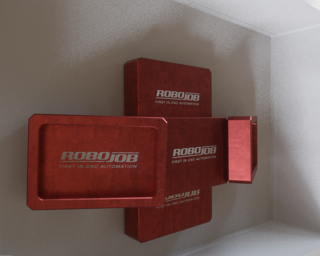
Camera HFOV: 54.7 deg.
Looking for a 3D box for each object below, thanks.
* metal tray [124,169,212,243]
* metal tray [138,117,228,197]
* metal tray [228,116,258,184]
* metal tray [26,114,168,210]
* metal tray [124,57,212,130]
[{"bbox_3d":[0.015,0.090,0.413,0.131,0.030,0.089,-1,91,-40],"label":"metal tray"},{"bbox_3d":[0.034,0.032,0.391,0.131,0.030,0.089,-2,91,-40],"label":"metal tray"},{"bbox_3d":[0.128,0.027,0.467,0.130,0.030,0.089,-6,95,-69],"label":"metal tray"},{"bbox_3d":[-0.060,0.033,0.311,0.131,0.030,0.089,1,90,-11],"label":"metal tray"},{"bbox_3d":[0.015,-0.039,0.412,0.131,0.030,0.089,-1,91,-40],"label":"metal tray"}]
